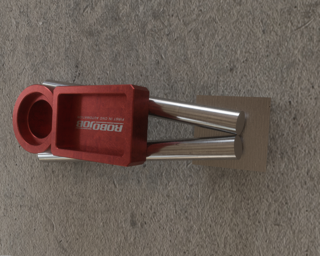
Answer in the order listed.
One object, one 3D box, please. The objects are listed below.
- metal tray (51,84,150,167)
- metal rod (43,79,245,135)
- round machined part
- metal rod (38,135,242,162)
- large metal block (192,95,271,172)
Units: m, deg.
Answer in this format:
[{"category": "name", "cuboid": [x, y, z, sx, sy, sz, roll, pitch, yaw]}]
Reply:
[{"category": "metal tray", "cuboid": [-0.077, -0.006, 0.378, 0.130, 0.030, 0.089, 4, 91, 32]}, {"category": "metal rod", "cuboid": [-0.044, -0.033, 0.390, 0.300, 0.025, 0.025, 13, 94, 32]}, {"category": "round machined part", "cuboid": [-0.165, -0.013, 0.452, 0.098, 0.042, 0.097, 0, 89, 30]}, {"category": "metal rod", "cuboid": [-0.048, 0.030, 0.392, 0.300, 0.025, 0.025, -5, 89, 32]}, {"category": "large metal block", "cuboid": [0.086, 0.005, 0.365, 0.080, 0.050, 0.079, 4, 91, 19]}]
